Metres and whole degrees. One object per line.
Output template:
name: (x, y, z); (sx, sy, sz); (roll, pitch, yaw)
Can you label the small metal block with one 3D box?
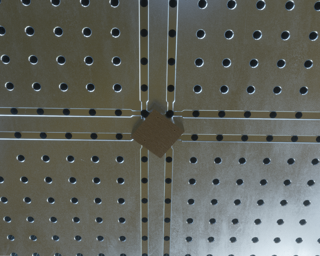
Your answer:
small metal block: (-0.003, 0.004, 0.415); (0.050, 0.025, 0.050); (37, 106, -13)
